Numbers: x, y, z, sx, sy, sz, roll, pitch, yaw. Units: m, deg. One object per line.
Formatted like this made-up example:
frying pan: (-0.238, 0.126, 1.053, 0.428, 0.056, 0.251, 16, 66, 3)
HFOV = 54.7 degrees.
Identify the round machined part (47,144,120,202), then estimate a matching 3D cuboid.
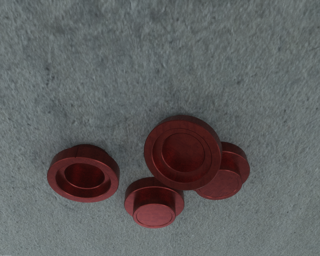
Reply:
round machined part: (-0.107, 0.061, 0.447, 0.099, 0.042, 0.097, -1, 130, 0)

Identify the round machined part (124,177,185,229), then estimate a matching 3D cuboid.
round machined part: (-0.009, 0.127, 0.505, 0.099, 0.042, 0.097, -1, 130, 0)

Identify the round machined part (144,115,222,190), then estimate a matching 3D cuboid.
round machined part: (0.032, 0.029, 0.405, 0.098, 0.042, 0.097, 5, 111, 14)

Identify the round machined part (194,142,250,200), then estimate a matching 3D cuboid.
round machined part: (0.083, 0.069, 0.456, 0.099, 0.042, 0.097, -1, 130, 0)
